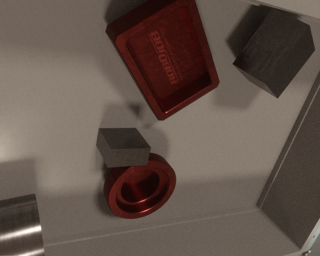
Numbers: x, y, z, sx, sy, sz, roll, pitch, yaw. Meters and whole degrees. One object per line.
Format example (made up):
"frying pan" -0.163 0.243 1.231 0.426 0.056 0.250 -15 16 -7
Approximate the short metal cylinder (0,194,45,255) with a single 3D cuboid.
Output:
"short metal cylinder" -0.166 0.121 0.358 0.050 0.080 0.079 -8 122 -25

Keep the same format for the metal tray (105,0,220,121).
"metal tray" 0.009 -0.078 0.350 0.090 0.030 0.130 -32 136 -2

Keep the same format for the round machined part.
"round machined part" -0.031 0.074 0.428 0.099 0.042 0.097 -14 125 -21

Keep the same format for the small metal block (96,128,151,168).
"small metal block" -0.046 0.023 0.383 0.050 0.050 0.025 0 119 -29

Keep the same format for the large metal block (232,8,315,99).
"large metal block" 0.150 -0.093 0.402 0.080 0.050 0.080 -55 151 11
